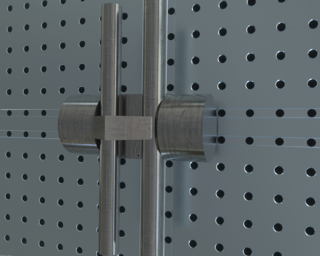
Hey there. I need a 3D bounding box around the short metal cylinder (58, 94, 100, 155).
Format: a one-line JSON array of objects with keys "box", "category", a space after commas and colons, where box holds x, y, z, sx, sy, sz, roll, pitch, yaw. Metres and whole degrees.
[{"box": [-0.089, -0.005, 0.411, 0.050, 0.080, 0.079, 2, 91, 20], "category": "short metal cylinder"}]

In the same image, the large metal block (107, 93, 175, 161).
[{"box": [-0.022, -0.002, 0.403, 0.080, 0.050, 0.079, 1, 90, 20], "category": "large metal block"}]

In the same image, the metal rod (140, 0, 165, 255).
[{"box": [-0.008, 0.000, 0.359, 0.025, 0.025, 0.298, 1, 90, 20], "category": "metal rod"}]

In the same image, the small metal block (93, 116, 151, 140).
[{"box": [-0.043, 0.000, 0.344, 0.050, 0.050, 0.025, 2, 92, 64], "category": "small metal block"}]

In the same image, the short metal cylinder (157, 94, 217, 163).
[{"box": [0.035, 0.000, 0.367, 0.050, 0.080, 0.079, 1, 90, 21], "category": "short metal cylinder"}]

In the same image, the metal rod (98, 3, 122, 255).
[{"box": [-0.060, 0.002, 0.377, 0.025, 0.025, 0.298, 1, 90, 20], "category": "metal rod"}]
